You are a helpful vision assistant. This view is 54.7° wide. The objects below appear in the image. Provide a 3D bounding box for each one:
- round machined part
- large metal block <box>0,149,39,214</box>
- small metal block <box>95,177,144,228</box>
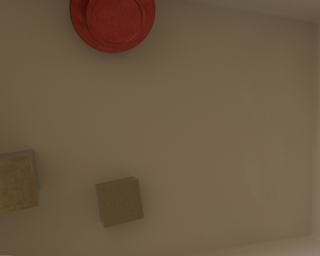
[{"bbox_3d":[-0.053,-0.132,0.357,0.099,0.042,0.097,-10,129,-12],"label":"round machined part"},{"bbox_3d":[-0.171,0.055,0.318,0.081,0.080,0.050,-9,93,-20],"label":"large metal block"},{"bbox_3d":[-0.051,0.093,0.393,0.050,0.025,0.050,-9,93,-20],"label":"small metal block"}]
